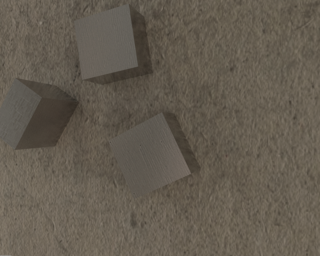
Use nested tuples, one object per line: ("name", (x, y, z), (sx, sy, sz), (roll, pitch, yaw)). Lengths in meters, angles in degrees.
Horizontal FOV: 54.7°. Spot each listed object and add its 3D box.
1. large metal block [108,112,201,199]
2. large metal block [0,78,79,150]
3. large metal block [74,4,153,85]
("large metal block", (-0.006, 0.034, 0.397), (0.080, 0.050, 0.080), (-28, 81, 17))
("large metal block", (-0.175, -0.018, 0.440), (0.050, 0.080, 0.080), (34, 101, 16))
("large metal block", (-0.062, -0.108, 0.416), (0.080, 0.050, 0.080), (-10, 87, 19))
